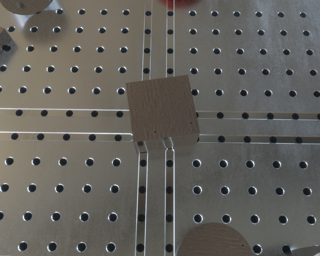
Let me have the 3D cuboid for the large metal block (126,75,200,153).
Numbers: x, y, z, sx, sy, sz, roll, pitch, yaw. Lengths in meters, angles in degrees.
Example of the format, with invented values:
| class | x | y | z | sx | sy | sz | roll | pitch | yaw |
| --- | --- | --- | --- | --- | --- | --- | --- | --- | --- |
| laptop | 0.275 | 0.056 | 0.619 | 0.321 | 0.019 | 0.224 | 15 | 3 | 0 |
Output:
| class | x | y | z | sx | sy | sz | roll | pitch | yaw |
| --- | --- | --- | --- | --- | --- | --- | --- | --- | --- |
| large metal block | 0.002 | -0.017 | 0.405 | 0.081 | 0.050 | 0.080 | -8 | 70 | -3 |

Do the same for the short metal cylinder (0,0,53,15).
| class | x | y | z | sx | sy | sz | roll | pitch | yaw |
| --- | --- | --- | --- | --- | --- | --- | --- | --- | --- |
| short metal cylinder | -0.205 | -0.217 | 0.460 | 0.080 | 0.080 | 0.050 | -27 | 73 | -10 |

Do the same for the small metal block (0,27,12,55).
| class | x | y | z | sx | sy | sz | roll | pitch | yaw |
| --- | --- | --- | --- | --- | --- | --- | --- | --- | --- |
| small metal block | -0.259 | -0.128 | 0.457 | 0.050 | 0.025 | 0.050 | 21 | 71 | 7 |

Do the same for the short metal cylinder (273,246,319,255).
| class | x | y | z | sx | sy | sz | roll | pitch | yaw |
| --- | --- | --- | --- | --- | --- | --- | --- | --- | --- |
| short metal cylinder | 0.143 | 0.161 | 0.324 | 0.081 | 0.080 | 0.050 | -16 | 71 | -6 |

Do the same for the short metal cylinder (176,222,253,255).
| class | x | y | z | sx | sy | sz | roll | pitch | yaw |
| --- | --- | --- | --- | --- | --- | --- | --- | --- | --- |
| short metal cylinder | 0.058 | 0.148 | 0.345 | 0.081 | 0.050 | 0.080 | 0 | 70 | 0 |
